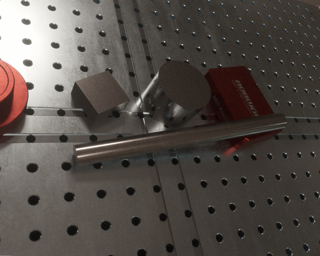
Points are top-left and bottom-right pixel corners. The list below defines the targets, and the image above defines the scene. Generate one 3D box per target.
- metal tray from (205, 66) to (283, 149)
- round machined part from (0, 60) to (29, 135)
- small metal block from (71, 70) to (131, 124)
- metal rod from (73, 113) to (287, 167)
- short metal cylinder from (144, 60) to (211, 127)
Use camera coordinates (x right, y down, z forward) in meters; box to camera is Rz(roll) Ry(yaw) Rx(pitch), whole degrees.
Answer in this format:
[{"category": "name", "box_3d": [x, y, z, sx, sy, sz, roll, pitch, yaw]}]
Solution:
[{"category": "metal tray", "box_3d": [0.130, -0.038, 0.501, 0.091, 0.030, 0.130, -12, 68, -33]}, {"category": "round machined part", "box_3d": [-0.189, -0.040, 0.320, 0.099, 0.042, 0.098, 14, 56, -21]}, {"category": "small metal block", "box_3d": [-0.075, -0.040, 0.393, 0.050, 0.025, 0.050, -29, 78, -38]}, {"category": "metal rod", "box_3d": [0.044, 0.010, 0.402, 0.303, 0.025, 0.025, -9, 66, -24]}, {"category": "short metal cylinder", "box_3d": [0.024, -0.048, 0.436, 0.081, 0.050, 0.080, 14, 56, -21]}]
